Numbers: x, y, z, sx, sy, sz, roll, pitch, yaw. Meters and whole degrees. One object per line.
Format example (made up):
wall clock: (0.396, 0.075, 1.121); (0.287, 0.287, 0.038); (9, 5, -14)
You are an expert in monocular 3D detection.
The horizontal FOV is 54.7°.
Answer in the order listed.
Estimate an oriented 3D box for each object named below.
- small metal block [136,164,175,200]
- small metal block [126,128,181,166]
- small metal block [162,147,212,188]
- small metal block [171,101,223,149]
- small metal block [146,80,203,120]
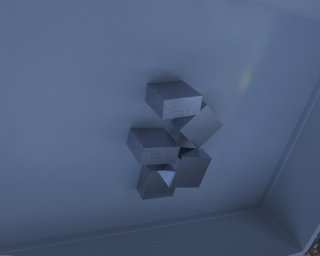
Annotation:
small metal block: (-0.002, 0.075, 0.454); (0.050, 0.025, 0.050); (0, 119, -28)
small metal block: (-0.010, 0.023, 0.401); (0.050, 0.050, 0.025); (0, 119, -29)
small metal block: (0.037, 0.055, 0.430); (0.050, 0.025, 0.050); (6, 115, -31)
small metal block: (0.053, -0.006, 0.433); (0.050, 0.025, 0.050); (-44, 129, 2)
small metal block: (0.016, -0.036, 0.379); (0.050, 0.050, 0.025); (-9, 122, -24)
